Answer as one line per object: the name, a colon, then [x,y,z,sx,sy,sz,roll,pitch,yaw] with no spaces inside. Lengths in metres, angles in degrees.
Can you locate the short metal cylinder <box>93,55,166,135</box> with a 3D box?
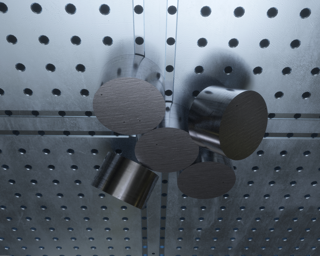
short metal cylinder: [-0.034,-0.038,0.362,0.081,0.050,0.079,0,130,0]

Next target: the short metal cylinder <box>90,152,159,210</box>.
short metal cylinder: [-0.048,0.074,0.430,0.080,0.050,0.080,24,166,7]

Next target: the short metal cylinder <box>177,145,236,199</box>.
short metal cylinder: [0.064,0.057,0.445,0.081,0.050,0.079,0,130,0]

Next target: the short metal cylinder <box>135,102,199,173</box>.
short metal cylinder: [0.009,0.013,0.406,0.081,0.050,0.079,0,130,0]

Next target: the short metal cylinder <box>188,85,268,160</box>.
short metal cylinder: [0.080,-0.008,0.363,0.081,0.050,0.079,-11,109,-34]
